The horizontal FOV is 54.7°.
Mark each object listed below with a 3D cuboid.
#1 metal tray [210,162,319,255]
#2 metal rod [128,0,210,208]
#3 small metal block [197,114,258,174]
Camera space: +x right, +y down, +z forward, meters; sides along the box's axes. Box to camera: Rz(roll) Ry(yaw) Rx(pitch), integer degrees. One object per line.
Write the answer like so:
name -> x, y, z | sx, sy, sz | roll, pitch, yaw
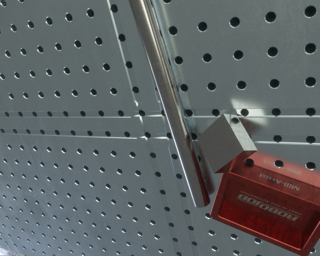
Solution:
metal tray -> 0.138, 0.101, 0.397 | 0.130, 0.030, 0.089 | 19, 126, 16
metal rod -> 0.017, -0.025, 0.385 | 0.025, 0.025, 0.298 | -4, 117, 30
small metal block -> 0.077, 0.019, 0.364 | 0.050, 0.025, 0.050 | -48, 53, 37
